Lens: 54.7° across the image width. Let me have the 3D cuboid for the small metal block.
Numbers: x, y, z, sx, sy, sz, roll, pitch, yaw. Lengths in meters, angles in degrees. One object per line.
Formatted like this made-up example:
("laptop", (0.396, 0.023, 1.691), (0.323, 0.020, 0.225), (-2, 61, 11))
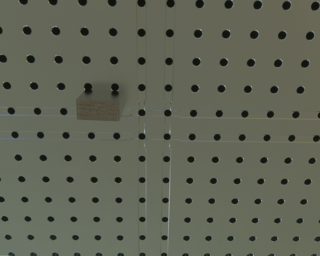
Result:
("small metal block", (-0.073, -0.029, 0.388), (0.050, 0.050, 0.025), (3, 110, -2))
